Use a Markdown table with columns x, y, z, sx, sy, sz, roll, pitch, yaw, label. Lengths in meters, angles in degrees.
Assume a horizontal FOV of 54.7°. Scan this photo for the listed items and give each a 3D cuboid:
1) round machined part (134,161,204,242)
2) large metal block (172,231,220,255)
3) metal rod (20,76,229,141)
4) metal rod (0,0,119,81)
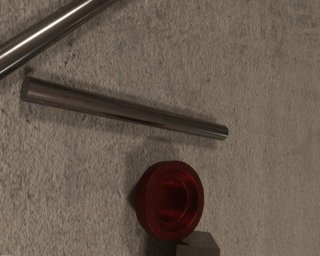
| x | y | z | sx | sy | sz | roll | pitch | yaw | label |
| --- | --- | --- | --- | --- | --- | --- | --- | --- | --- |
| 0.008 | 0.091 | 0.397 | 0.099 | 0.042 | 0.097 | 6 | 79 | -38 | round machined part |
| 0.041 | 0.182 | 0.398 | 0.050 | 0.080 | 0.080 | 7 | 85 | 1 | large metal block |
| -0.016 | -0.015 | 0.393 | 0.302 | 0.025 | 0.025 | 11 | 83 | -40 | metal rod |
| -0.102 | -0.107 | 0.319 | 0.301 | 0.025 | 0.025 | -48 | 119 | -30 | metal rod |
